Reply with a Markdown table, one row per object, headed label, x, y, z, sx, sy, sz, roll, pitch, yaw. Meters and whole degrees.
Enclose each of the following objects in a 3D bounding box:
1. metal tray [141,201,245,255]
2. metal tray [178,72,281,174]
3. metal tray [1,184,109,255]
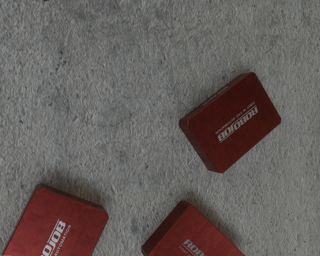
| label | x | y | z | sx | sy | sz | roll | pitch | yaw |
| --- | --- | --- | --- | --- | --- | --- | --- | --- | --- |
| metal tray | 0.050 | 0.176 | 0.425 | 0.130 | 0.030 | 0.090 | 46 | 76 | -14 |
| metal tray | 0.103 | -0.009 | 0.444 | 0.131 | 0.030 | 0.090 | -37 | 102 | -16 |
| metal tray | -0.129 | 0.141 | 0.359 | 0.090 | 0.030 | 0.130 | 27 | 81 | -18 |
